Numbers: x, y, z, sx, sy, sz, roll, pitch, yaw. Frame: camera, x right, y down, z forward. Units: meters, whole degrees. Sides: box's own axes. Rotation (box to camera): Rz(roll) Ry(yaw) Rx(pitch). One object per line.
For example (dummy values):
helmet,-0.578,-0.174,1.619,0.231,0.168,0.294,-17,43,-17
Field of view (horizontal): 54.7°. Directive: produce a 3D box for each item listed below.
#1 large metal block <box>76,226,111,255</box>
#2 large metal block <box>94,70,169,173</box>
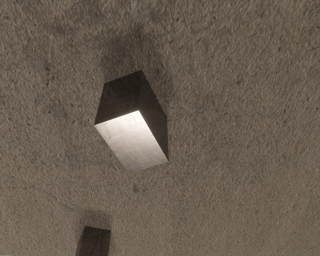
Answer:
large metal block,-0.130,0.243,0.576,0.050,0.080,0.079,15,128,-13
large metal block,-0.029,-0.008,0.364,0.050,0.080,0.080,-18,128,14
